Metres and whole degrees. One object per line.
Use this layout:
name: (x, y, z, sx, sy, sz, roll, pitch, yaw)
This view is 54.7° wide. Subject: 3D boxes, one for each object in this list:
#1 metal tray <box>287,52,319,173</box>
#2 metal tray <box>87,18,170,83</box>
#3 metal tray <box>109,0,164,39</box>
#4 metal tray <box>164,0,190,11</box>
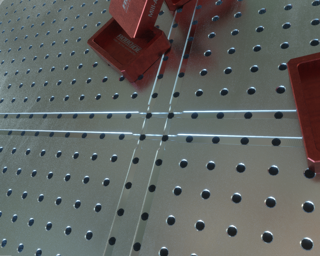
metal tray: (0.190, -0.024, 0.319, 0.090, 0.030, 0.130, -11, 57, 22)
metal tray: (-0.055, -0.141, 0.518, 0.090, 0.030, 0.130, -45, 51, -3)
metal tray: (-0.030, -0.212, 0.466, 0.090, 0.030, 0.129, 54, 135, 30)
metal tray: (0.050, -0.264, 0.500, 0.130, 0.090, 0.030, -32, 52, 7)
